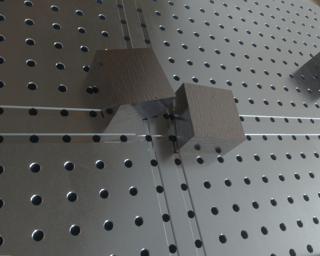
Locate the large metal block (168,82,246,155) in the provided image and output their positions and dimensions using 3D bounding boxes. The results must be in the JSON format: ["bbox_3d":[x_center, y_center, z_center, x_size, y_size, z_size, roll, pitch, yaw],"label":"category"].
[{"bbox_3d":[0.063,-0.011,0.432,0.081,0.050,0.080,5,59,-26],"label":"large metal block"}]

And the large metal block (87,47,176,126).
[{"bbox_3d":[-0.038,-0.056,0.405,0.081,0.050,0.080,-13,68,-33],"label":"large metal block"}]

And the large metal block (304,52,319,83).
[{"bbox_3d":[0.375,-0.134,0.675,0.081,0.050,0.080,-31,79,-38],"label":"large metal block"}]
